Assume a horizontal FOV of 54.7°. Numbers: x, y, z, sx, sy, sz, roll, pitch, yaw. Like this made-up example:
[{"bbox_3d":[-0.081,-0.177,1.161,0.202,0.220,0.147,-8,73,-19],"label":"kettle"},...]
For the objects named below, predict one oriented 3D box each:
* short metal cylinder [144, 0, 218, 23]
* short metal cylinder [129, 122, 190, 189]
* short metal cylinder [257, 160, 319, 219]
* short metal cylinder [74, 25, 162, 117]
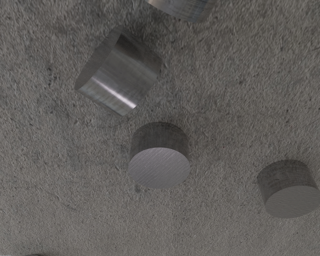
[{"bbox_3d":[0.017,-0.132,0.258,0.080,0.080,0.050,20,127,-16],"label":"short metal cylinder"},{"bbox_3d":[-0.001,0.038,0.423,0.081,0.050,0.079,0,130,0],"label":"short metal cylinder"},{"bbox_3d":[0.195,0.094,0.472,0.081,0.050,0.079,0,130,0],"label":"short metal cylinder"},{"bbox_3d":[-0.044,-0.058,0.321,0.050,0.080,0.080,35,122,-26],"label":"short metal cylinder"}]
